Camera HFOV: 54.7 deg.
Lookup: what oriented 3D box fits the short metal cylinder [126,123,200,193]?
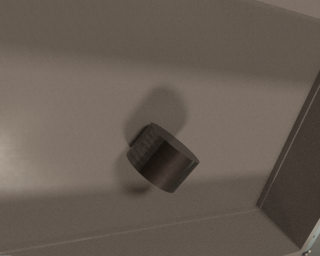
[{"bbox_3d":[0.004,0.038,0.400,0.080,0.080,0.050,33,100,-39],"label":"short metal cylinder"}]
